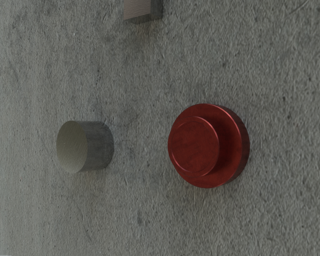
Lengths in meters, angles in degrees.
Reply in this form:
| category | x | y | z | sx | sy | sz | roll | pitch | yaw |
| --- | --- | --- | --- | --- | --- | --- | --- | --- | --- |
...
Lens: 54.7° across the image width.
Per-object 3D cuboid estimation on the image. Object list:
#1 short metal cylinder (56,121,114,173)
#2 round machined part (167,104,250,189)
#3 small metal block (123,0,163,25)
| category | x | y | z | sx | sy | sz | roll | pitch | yaw |
| --- | --- | --- | --- | --- | --- | --- | --- | --- | --- |
| short metal cylinder | -0.118 | 0.028 | 0.486 | 0.080 | 0.050 | 0.080 | 0 | 90 | 40 |
| round machined part | 0.048 | 0.021 | 0.355 | 0.098 | 0.042 | 0.097 | 0 | 90 | 40 |
| small metal block | -0.023 | -0.174 | 0.424 | 0.050 | 0.025 | 0.050 | 3 | 92 | 40 |
